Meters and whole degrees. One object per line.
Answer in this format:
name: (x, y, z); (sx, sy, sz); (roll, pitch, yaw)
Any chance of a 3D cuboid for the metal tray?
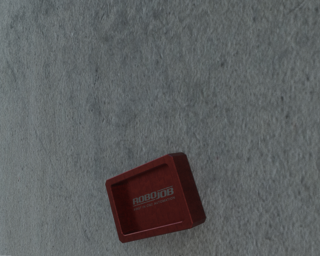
metal tray: (-0.012, 0.094, 0.409); (0.130, 0.030, 0.090); (-27, 73, 36)
